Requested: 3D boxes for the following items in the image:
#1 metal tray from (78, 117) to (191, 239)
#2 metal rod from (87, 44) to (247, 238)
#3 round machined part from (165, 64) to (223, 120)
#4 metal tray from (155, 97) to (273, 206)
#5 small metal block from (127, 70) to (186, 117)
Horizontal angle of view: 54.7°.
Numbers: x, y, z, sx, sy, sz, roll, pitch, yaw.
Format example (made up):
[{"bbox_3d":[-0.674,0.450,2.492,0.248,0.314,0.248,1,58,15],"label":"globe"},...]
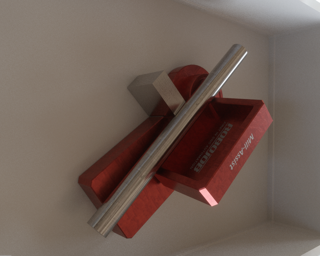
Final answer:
[{"bbox_3d":[-0.024,0.057,0.384,0.131,0.030,0.090,-42,116,-32],"label":"metal tray"},{"bbox_3d":[0.023,-0.002,0.375,0.301,0.025,0.025,-50,120,-24],"label":"metal rod"},{"bbox_3d":[0.052,-0.041,0.439,0.099,0.042,0.097,0,90,-40],"label":"round machined part"},{"bbox_3d":[0.060,0.020,0.366,0.130,0.090,0.030,-50,123,-21],"label":"metal tray"},{"bbox_3d":[-0.005,-0.041,0.386,0.025,0.050,0.050,-52,121,-27],"label":"small metal block"}]
